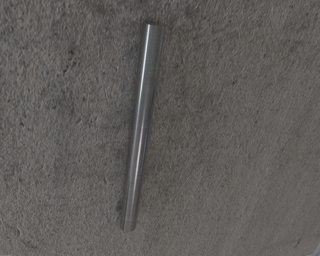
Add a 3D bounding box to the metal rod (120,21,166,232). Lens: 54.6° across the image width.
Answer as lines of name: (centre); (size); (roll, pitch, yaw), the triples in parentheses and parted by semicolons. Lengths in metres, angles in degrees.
metal rod: (-0.027, 0.018, 0.402); (0.025, 0.025, 0.298); (-5, 121, -26)
